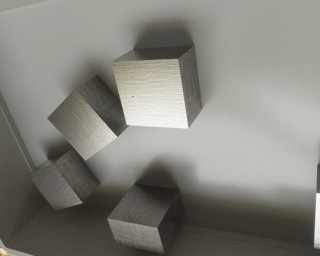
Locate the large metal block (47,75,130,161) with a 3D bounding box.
[{"bbox_3d":[-0.096,-0.013,0.433,0.080,0.050,0.080,-34,100,38],"label":"large metal block"}]

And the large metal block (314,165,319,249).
[{"bbox_3d":[0.214,0.091,0.336,0.080,0.050,0.079,2,120,26],"label":"large metal block"}]

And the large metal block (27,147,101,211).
[{"bbox_3d":[-0.165,0.089,0.532,0.080,0.050,0.080,-22,107,36],"label":"large metal block"}]

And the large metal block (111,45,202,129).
[{"bbox_3d":[-0.001,-0.048,0.362,0.080,0.050,0.079,3,120,26],"label":"large metal block"}]

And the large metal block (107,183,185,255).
[{"bbox_3d":[-0.018,0.132,0.462,0.080,0.080,0.050,2,119,27],"label":"large metal block"}]
